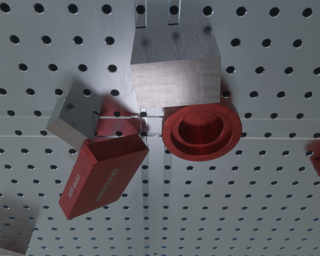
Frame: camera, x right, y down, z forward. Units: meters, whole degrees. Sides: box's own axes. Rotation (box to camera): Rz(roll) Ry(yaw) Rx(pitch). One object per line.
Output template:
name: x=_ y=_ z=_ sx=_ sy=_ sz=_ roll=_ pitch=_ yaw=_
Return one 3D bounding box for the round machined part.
round machined part: x=0.052 y=-0.006 z=0.396 sx=0.099 sy=0.042 sz=0.097 roll=0 pitch=130 yaw=0

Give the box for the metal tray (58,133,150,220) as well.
metal tray: x=-0.080 y=0.068 z=0.432 sx=0.091 sy=0.030 sz=0.129 roll=-12 pitch=144 yaw=-44

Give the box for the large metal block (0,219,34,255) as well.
large metal block: x=-0.297 y=0.218 z=0.578 sx=0.080 sy=0.050 sz=0.080 roll=29 pitch=124 yaw=-22

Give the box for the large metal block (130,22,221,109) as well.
large metal block: x=0.016 y=-0.066 z=0.319 sx=0.080 sy=0.080 sz=0.050 roll=-4 pitch=130 yaw=3

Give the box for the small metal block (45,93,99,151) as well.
small metal block: x=-0.108 y=-0.008 z=0.387 sx=0.025 sy=0.050 sz=0.050 roll=-34 pitch=122 yaw=25

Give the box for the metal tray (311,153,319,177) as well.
metal tray: x=0.301 y=0.038 z=0.443 sx=0.090 sy=0.030 sz=0.129 roll=28 pitch=125 yaw=-22
